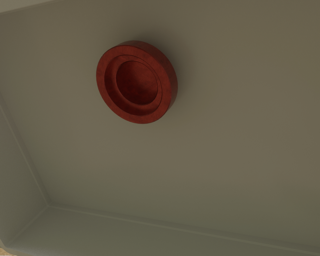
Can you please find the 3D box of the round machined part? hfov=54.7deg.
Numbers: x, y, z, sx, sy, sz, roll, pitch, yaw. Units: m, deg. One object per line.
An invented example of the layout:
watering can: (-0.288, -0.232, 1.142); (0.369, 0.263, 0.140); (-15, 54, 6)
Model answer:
round machined part: (-0.024, -0.057, 0.373); (0.098, 0.042, 0.097); (13, 124, 20)
